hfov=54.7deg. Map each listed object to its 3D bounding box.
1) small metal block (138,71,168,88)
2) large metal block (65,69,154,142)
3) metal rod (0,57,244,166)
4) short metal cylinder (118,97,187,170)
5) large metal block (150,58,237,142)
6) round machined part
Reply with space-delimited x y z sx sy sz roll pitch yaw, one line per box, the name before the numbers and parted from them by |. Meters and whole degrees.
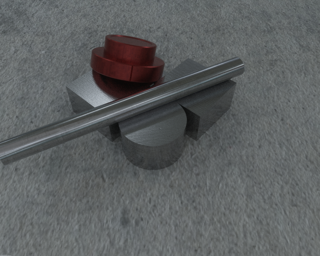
small metal block | -0.011 -0.063 0.457 0.050 0.025 0.050 35 58 25
large metal block | -0.065 -0.041 0.420 0.080 0.050 0.080 35 58 25
metal rod | -0.030 -0.028 0.362 0.302 0.025 0.025 -22 54 -18
short metal cylinder | -0.009 0.005 0.383 0.081 0.050 0.080 0 50 0
large metal block | 0.044 -0.041 0.424 0.080 0.050 0.080 34 58 25
round machined part | -0.042 -0.097 0.417 0.099 0.042 0.098 10 24 -4
